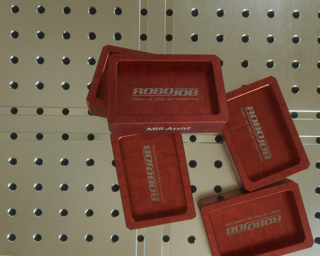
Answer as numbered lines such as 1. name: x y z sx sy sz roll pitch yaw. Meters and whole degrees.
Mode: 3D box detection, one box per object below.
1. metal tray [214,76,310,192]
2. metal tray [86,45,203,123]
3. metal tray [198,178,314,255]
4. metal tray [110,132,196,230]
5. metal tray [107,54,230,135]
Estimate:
1. metal tray: 0.129 0.007 0.412 0.090 0.030 0.129 -22 90 -1
2. metal tray: -0.017 -0.050 0.393 0.131 0.030 0.090 11 65 -1
3. metal tray: 0.125 0.127 0.412 0.131 0.030 0.089 -15 90 -1
4. metal tray: -0.009 0.060 0.410 0.091 0.030 0.129 -10 90 -1
5. metal tray: 0.007 -0.040 0.357 0.131 0.030 0.090 -1 66 -6
